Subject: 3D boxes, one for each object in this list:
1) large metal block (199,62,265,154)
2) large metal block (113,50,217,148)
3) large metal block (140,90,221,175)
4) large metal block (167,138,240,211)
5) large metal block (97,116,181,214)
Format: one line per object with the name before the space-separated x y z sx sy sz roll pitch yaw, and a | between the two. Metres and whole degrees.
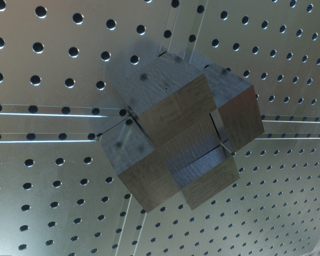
large metal block | 0.083 -0.027 0.403 0.050 0.080 0.080 -34 129 -6
large metal block | 0.004 -0.036 0.355 0.080 0.080 0.050 -33 129 -6
large metal block | 0.023 0.002 0.407 0.080 0.050 0.080 -32 127 -5
large metal block | 0.051 0.054 0.437 0.080 0.080 0.050 -32 129 -7
large metal block | -0.027 0.045 0.388 0.050 0.080 0.080 -34 129 -6
